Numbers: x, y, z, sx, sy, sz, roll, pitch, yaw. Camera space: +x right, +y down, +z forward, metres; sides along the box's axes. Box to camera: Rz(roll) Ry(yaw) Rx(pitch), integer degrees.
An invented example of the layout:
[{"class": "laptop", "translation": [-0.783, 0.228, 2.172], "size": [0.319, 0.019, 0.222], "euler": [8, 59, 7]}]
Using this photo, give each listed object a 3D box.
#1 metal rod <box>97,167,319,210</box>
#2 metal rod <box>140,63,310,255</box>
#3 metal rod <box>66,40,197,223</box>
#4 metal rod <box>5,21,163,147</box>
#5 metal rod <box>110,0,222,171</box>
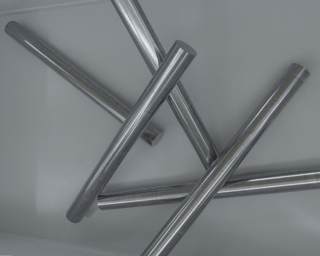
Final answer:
[{"class": "metal rod", "translation": [0.058, 0.078, 0.389], "size": [0.301, 0.025, 0.025], "euler": [-10, 87, 19]}, {"class": "metal rod", "translation": [0.069, 0.052, 0.361], "size": [0.025, 0.025, 0.299], "euler": [38, 93, 15]}, {"class": "metal rod", "translation": [-0.050, 0.025, 0.379], "size": [0.025, 0.025, 0.298], "euler": [45, 122, 14]}, {"class": "metal rod", "translation": [-0.119, -0.071, 0.450], "size": [0.300, 0.025, 0.025], "euler": [37, 102, 16]}, {"class": "metal rod", "translation": [-0.003, -0.074, 0.344], "size": [0.025, 0.025, 0.299], "euler": [-25, 108, 18]}]
